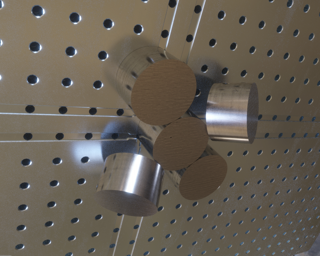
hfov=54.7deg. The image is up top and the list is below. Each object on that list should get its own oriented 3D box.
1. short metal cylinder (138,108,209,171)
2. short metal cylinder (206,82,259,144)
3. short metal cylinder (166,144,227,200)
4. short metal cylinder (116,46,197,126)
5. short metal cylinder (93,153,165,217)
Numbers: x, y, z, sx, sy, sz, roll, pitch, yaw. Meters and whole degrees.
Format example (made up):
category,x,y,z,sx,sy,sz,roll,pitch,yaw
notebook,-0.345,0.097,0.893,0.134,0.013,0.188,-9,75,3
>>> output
category,x,y,z,sx,sy,sz,roll,pitch,yaw
short metal cylinder,0.017,0.010,0.412,0.081,0.050,0.079,-14,125,-21
short metal cylinder,0.098,-0.020,0.412,0.080,0.050,0.079,-14,106,-62
short metal cylinder,0.052,0.060,0.463,0.081,0.050,0.079,-14,125,-21
short metal cylinder,-0.005,-0.050,0.363,0.081,0.050,0.079,-14,125,-21
short metal cylinder,-0.038,0.074,0.394,0.080,0.050,0.080,8,145,6
